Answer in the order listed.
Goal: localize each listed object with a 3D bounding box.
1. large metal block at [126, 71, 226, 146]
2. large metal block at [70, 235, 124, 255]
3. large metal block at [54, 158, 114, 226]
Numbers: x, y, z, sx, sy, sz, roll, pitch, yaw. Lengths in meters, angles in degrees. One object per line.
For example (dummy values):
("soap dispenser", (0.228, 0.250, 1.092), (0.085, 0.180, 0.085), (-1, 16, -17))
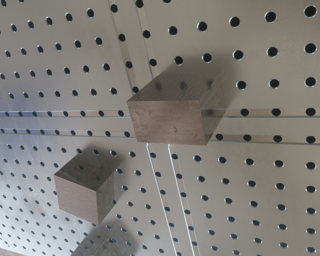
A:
("large metal block", (0.022, -0.024, 0.348), (0.080, 0.080, 0.050), (2, 119, 27))
("large metal block", (-0.122, 0.268, 0.623), (0.080, 0.050, 0.080), (-23, 106, 36))
("large metal block", (-0.126, 0.107, 0.526), (0.080, 0.050, 0.079), (16, 125, 18))
